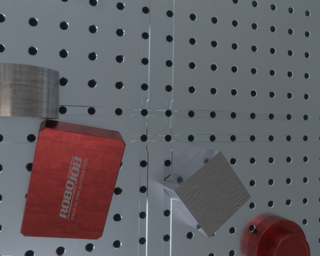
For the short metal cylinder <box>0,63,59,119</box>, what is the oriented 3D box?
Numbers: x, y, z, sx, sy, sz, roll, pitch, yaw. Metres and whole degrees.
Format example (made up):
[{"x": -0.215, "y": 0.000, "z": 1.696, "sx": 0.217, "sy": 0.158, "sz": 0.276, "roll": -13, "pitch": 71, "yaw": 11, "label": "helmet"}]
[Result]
[{"x": -0.149, "y": -0.036, "z": 0.328, "sx": 0.081, "sy": 0.080, "sz": 0.050, "roll": 1, "pitch": 90, "yaw": -20, "label": "short metal cylinder"}]

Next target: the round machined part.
[{"x": 0.188, "y": 0.189, "z": 0.473, "sx": 0.099, "sy": 0.042, "sz": 0.097, "roll": 0, "pitch": 90, "yaw": -20, "label": "round machined part"}]

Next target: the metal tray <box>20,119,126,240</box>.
[{"x": -0.099, "y": 0.062, "z": 0.352, "sx": 0.091, "sy": 0.030, "sz": 0.129, "roll": 11, "pitch": 105, "yaw": -20, "label": "metal tray"}]

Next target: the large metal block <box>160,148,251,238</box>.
[{"x": 0.062, "y": 0.085, "z": 0.422, "sx": 0.080, "sy": 0.050, "sz": 0.080, "roll": -38, "pitch": 103, "yaw": -16, "label": "large metal block"}]
